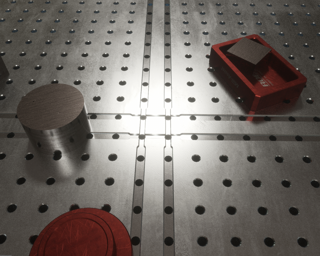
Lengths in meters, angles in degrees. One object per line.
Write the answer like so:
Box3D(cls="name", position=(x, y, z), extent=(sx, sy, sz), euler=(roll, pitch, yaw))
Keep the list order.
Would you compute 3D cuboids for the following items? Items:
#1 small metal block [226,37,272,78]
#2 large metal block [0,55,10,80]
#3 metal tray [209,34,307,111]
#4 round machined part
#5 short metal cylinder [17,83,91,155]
Box3D(cls="small metal block", position=(0.138, -0.112, 0.487), extent=(0.050, 0.025, 0.050), euler=(34, 58, 24))
Box3D(cls="large metal block", position=(-0.295, -0.092, 0.465), extent=(0.080, 0.050, 0.080), euler=(25, 54, 19))
Box3D(cls="metal tray", position=(0.147, -0.091, 0.482), extent=(0.091, 0.030, 0.130), euler=(-19, 53, -16))
Box3D(cls="round machined part", position=(-0.076, 0.121, 0.294), extent=(0.099, 0.042, 0.098), euler=(0, 50, 0))
Box3D(cls="short metal cylinder", position=(-0.134, -0.012, 0.400), extent=(0.081, 0.050, 0.080), euler=(0, 50, 0))
